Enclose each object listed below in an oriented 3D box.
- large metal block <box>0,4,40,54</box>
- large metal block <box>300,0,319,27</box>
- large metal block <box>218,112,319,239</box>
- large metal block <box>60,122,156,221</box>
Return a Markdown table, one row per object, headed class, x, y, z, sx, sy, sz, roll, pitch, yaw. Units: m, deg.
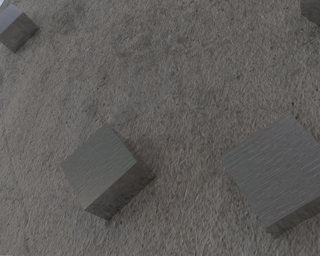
| class | x | y | z | sx | sy | sz | roll | pitch | yaw |
| --- | --- | --- | --- | --- | --- | --- | --- | --- | --- |
| large metal block | -0.334 | -0.226 | 0.702 | 0.080 | 0.050 | 0.080 | -48 | 51 | -6 |
| large metal block | 0.227 | -0.158 | 0.366 | 0.080 | 0.050 | 0.080 | -33 | 51 | 6 |
| large metal block | 0.117 | 0.046 | 0.298 | 0.080 | 0.050 | 0.080 | -34 | 51 | 6 |
| large metal block | -0.066 | 0.054 | 0.389 | 0.080 | 0.050 | 0.080 | -43 | 51 | -1 |
